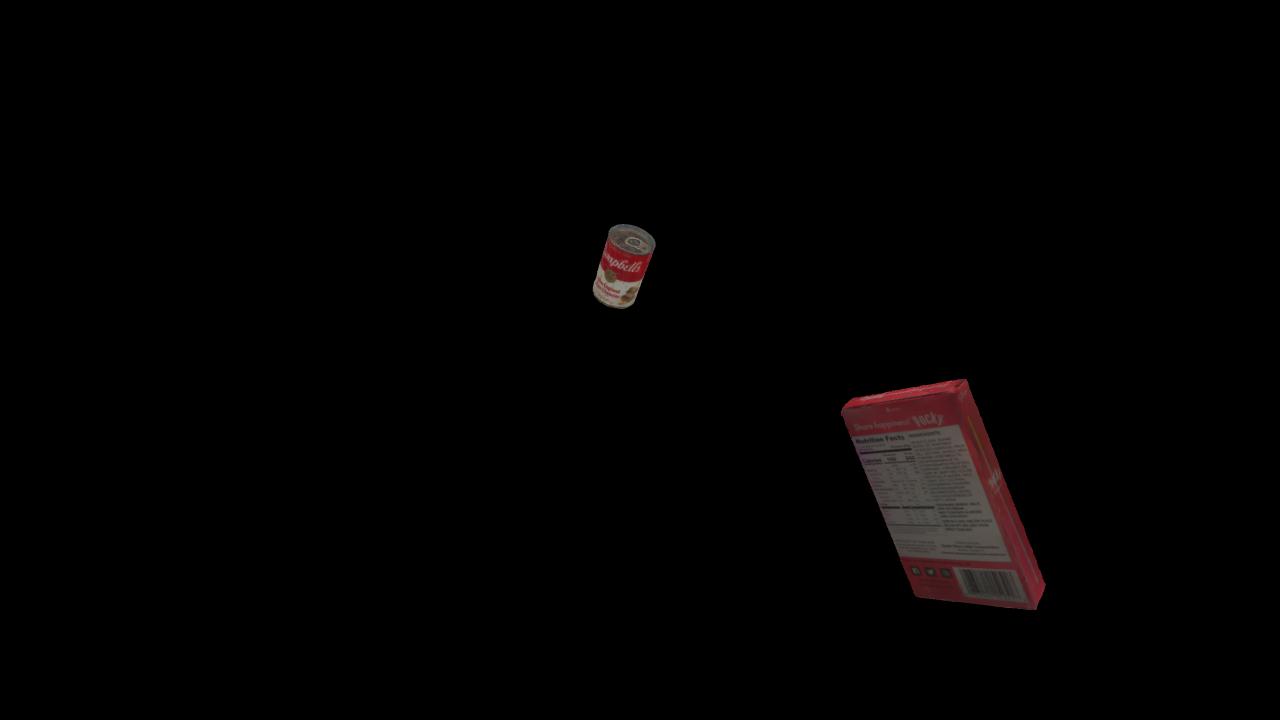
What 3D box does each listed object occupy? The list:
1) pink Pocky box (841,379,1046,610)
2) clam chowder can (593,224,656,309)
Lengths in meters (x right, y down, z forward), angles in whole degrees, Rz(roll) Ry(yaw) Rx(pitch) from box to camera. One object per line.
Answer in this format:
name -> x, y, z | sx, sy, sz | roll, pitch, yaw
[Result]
pink Pocky box -> 0.207, 0.093, 0.425 | 0.029, 0.155, 0.084 | -27, 5, -39
clam chowder can -> -0.025, -0.131, 0.874 | 0.068, 0.068, 0.102 | 0, -43, -22
